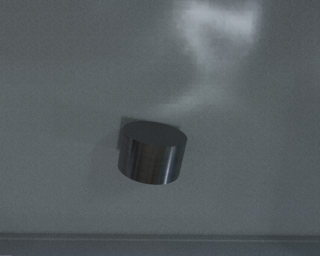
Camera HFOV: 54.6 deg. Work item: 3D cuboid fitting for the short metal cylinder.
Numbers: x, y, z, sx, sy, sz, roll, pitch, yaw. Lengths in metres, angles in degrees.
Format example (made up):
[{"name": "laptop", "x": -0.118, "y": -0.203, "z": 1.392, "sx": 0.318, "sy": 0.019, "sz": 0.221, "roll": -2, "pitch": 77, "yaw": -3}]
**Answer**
[{"name": "short metal cylinder", "x": -0.010, "y": 0.029, "z": 0.392, "sx": 0.080, "sy": 0.080, "sz": 0.050, "roll": 9, "pitch": 110, "yaw": -4}]
